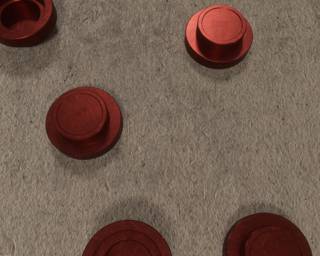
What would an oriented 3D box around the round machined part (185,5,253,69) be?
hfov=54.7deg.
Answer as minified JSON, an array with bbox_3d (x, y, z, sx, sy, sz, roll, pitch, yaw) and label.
[{"bbox_3d":[0.086,-0.139,0.451,0.099,0.042,0.098,0,70,-1],"label":"round machined part"}]

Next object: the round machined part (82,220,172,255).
[{"bbox_3d":[-0.035,0.153,0.343,0.099,0.042,0.098,0,70,-1],"label":"round machined part"}]

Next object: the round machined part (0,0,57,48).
[{"bbox_3d":[-0.200,-0.159,0.455,0.099,0.042,0.098,0,70,-1],"label":"round machined part"}]

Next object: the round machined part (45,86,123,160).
[{"bbox_3d":[-0.099,-0.011,0.402,0.099,0.042,0.098,0,70,-1],"label":"round machined part"}]

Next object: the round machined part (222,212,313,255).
[{"bbox_3d":[0.123,0.145,0.348,0.099,0.042,0.098,0,70,-1],"label":"round machined part"}]
